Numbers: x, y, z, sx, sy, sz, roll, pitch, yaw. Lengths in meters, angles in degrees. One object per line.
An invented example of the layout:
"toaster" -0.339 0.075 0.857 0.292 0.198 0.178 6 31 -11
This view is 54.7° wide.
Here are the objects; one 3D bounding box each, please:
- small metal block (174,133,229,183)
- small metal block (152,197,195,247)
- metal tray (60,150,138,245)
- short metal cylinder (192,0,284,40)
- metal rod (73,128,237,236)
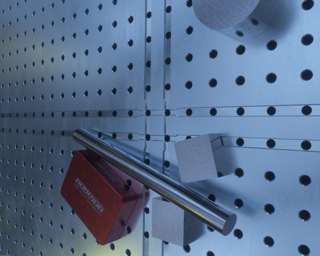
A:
"small metal block" 0.048 0.036 0.368 0.050 0.025 0.050 -18 79 38
"small metal block" 0.017 0.116 0.394 0.050 0.025 0.050 2 91 39
"metal tray" -0.101 0.104 0.486 0.130 0.030 0.089 38 113 33
"short metal cylinder" 0.081 -0.138 0.325 0.080 0.050 0.079 0 90 39
"metal rod" -0.031 0.056 0.418 0.300 0.025 0.025 23 105 41
